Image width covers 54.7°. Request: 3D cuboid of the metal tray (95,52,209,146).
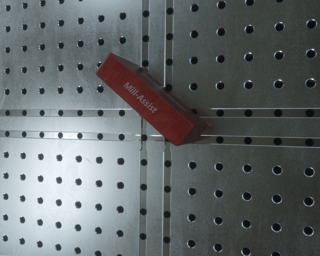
[{"bbox_3d":[-0.006,-0.034,0.379,0.130,0.090,0.030,42,103,15],"label":"metal tray"}]
